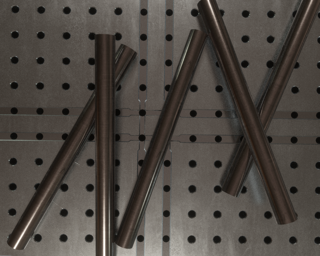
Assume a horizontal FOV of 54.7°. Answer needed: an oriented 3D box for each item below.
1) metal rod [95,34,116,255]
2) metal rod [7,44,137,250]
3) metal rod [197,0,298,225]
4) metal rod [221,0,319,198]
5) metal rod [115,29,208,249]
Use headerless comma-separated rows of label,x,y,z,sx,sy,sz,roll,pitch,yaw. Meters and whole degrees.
metal rod,-0.070,0.035,0.396,0.025,0.025,0.298,1,97,-1
metal rod,-0.116,0.024,0.411,0.025,0.025,0.299,30,90,-1
metal rod,0.108,-0.028,0.395,0.025,0.025,0.299,-18,82,0
metal rod,0.152,-0.050,0.415,0.025,0.025,0.299,23,90,-1
metal rod,0.002,0.014,0.413,0.025,0.025,0.299,20,90,-1
